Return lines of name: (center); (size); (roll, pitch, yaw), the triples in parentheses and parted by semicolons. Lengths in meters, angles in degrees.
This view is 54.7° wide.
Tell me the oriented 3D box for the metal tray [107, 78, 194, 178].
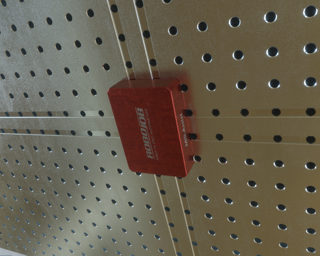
metal tray: (-0.010, 0.001, 0.412); (0.090, 0.030, 0.129); (2, 120, 27)
